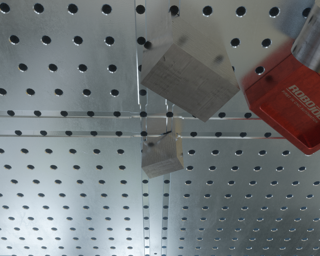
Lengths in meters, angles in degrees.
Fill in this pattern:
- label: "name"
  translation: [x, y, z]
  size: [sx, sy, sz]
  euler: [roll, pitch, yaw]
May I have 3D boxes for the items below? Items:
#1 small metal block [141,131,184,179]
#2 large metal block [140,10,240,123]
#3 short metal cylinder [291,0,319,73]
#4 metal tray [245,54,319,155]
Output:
- label: "small metal block"
  translation: [0.004, 0.037, 0.426]
  size: [0.050, 0.050, 0.025]
  euler: [-19, 128, 15]
- label: "large metal block"
  translation: [0.029, -0.064, 0.321]
  size: [0.080, 0.080, 0.050]
  euler: [29, 124, -23]
- label: "short metal cylinder"
  translation: [0.179, -0.087, 0.303]
  size: [0.081, 0.080, 0.050]
  euler: [8, 129, -7]
- label: "metal tray"
  translation: [0.182, -0.028, 0.386]
  size: [0.130, 0.030, 0.090]
  euler: [33, 123, -25]
